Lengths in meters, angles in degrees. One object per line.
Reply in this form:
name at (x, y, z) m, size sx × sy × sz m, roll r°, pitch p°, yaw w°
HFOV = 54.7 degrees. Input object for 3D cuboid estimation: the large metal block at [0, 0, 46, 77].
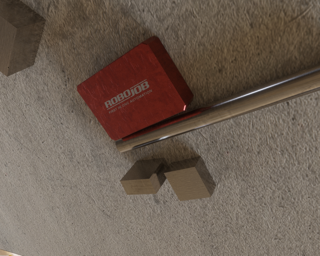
large metal block at (-0.212, -0.131, 0.419) m, size 0.080 × 0.050 × 0.080 m, roll 38°, pitch 129°, yaw 2°

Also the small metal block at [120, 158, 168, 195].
small metal block at (-0.020, 0.069, 0.442) m, size 0.050 × 0.050 × 0.025 m, roll -10°, pitch 114°, yaw 32°

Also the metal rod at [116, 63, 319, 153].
metal rod at (0.061, -0.017, 0.363) m, size 0.300 × 0.025 × 0.025 m, roll -19°, pitch 108°, yaw 35°

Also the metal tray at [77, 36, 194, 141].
metal tray at (-0.035, -0.045, 0.393) m, size 0.130 × 0.030 × 0.090 m, roll -23°, pitch 106°, yaw 36°

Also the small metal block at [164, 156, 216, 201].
small metal block at (0.042, 0.071, 0.428) m, size 0.050 × 0.025 × 0.050 m, roll -17°, pitch 110°, yaw 34°
